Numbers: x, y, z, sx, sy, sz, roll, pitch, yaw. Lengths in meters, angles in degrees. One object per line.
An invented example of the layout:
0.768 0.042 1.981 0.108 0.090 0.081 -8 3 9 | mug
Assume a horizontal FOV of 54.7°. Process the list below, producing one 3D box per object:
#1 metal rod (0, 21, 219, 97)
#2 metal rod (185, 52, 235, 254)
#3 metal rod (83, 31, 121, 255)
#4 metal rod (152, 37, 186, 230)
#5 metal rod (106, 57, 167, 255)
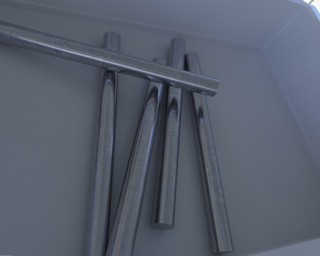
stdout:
-0.071 -0.087 0.391 0.302 0.025 0.025 13 56 -10 | metal rod
0.062 0.014 0.432 0.025 0.025 0.299 9 58 -24 | metal rod
-0.065 -0.002 0.372 0.025 0.025 0.299 12 57 -22 | metal rod
0.016 -0.015 0.425 0.025 0.025 0.300 19 54 -18 | metal rod
-0.021 0.018 0.371 0.025 0.025 0.300 23 49 -15 | metal rod
